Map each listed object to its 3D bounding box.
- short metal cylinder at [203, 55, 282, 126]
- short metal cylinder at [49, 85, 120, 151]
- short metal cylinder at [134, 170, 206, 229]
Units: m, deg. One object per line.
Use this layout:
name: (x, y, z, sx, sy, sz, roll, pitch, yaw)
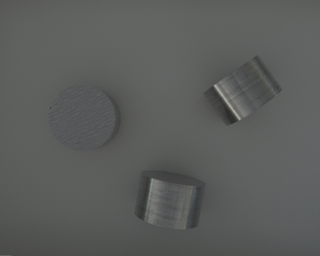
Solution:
short metal cylinder: (0.101, -0.046, 0.384, 0.080, 0.080, 0.050, -35, 90, 0)
short metal cylinder: (-0.094, -0.012, 0.398, 0.081, 0.050, 0.080, 0, 90, 0)
short metal cylinder: (0.012, 0.086, 0.384, 0.080, 0.080, 0.050, 10, 90, 0)
